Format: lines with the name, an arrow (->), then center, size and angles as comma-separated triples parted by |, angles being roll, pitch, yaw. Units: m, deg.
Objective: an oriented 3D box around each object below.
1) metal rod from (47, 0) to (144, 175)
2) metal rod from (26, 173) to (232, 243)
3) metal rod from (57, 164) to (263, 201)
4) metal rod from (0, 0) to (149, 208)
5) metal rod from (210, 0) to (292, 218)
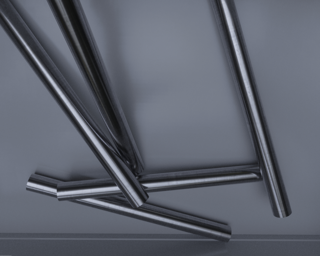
metal rod -> -0.062, -0.043, 0.326 | 0.025, 0.025, 0.299 | -12, 136, 4
metal rod -> -0.040, 0.119, 0.454 | 0.302, 0.025, 0.025 | 17, 109, -7
metal rod -> 0.015, 0.074, 0.427 | 0.302, 0.025, 0.025 | -5, 110, -4
metal rod -> -0.108, -0.027, 0.377 | 0.025, 0.025, 0.299 | -32, 99, 11
metal rod -> 0.117, -0.022, 0.388 | 0.025, 0.025, 0.298 | -18, 103, 6
